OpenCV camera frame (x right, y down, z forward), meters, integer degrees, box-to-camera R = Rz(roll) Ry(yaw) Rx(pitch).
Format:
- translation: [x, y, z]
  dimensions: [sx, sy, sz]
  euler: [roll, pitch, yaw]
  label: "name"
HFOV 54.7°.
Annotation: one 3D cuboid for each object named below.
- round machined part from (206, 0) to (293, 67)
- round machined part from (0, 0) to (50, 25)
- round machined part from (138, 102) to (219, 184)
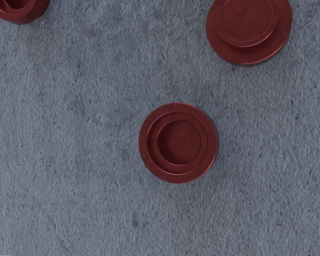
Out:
- translation: [0.103, -0.124, 0.364]
  dimensions: [0.098, 0.042, 0.097]
  euler: [0, 90, 20]
  label: "round machined part"
- translation: [-0.209, -0.206, 0.474]
  dimensions: [0.098, 0.042, 0.097]
  euler: [0, 90, 20]
  label: "round machined part"
- translation: [0.026, 0.018, 0.391]
  dimensions: [0.098, 0.042, 0.097]
  euler: [0, 90, 20]
  label: "round machined part"
